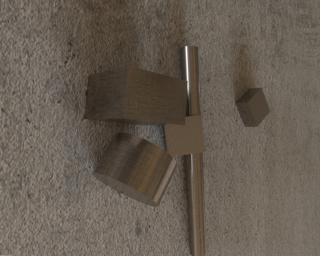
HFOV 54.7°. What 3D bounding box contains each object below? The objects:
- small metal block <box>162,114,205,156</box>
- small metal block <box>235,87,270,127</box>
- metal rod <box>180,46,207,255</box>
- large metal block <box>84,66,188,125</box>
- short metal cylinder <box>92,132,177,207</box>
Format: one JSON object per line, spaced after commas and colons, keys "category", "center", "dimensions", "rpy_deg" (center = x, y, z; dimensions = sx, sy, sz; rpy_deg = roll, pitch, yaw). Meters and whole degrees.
{"category": "small metal block", "center": [0.031, 0.009, 0.418], "dimensions": [0.050, 0.025, 0.050], "rpy_deg": [-7, 96, -6]}
{"category": "small metal block", "center": [0.164, -0.036, 0.546], "dimensions": [0.050, 0.025, 0.050], "rpy_deg": [-42, 116, -32]}
{"category": "metal rod", "center": [0.049, 0.034, 0.447], "dimensions": [0.025, 0.025, 0.298], "rpy_deg": [-5, 93, -40]}
{"category": "large metal block", "center": [-0.027, -0.031, 0.348], "dimensions": [0.081, 0.080, 0.050], "rpy_deg": [6, 86, -40]}
{"category": "short metal cylinder", "center": [-0.027, 0.047, 0.348], "dimensions": [0.080, 0.080, 0.050], "rpy_deg": [41, 65, -33]}
